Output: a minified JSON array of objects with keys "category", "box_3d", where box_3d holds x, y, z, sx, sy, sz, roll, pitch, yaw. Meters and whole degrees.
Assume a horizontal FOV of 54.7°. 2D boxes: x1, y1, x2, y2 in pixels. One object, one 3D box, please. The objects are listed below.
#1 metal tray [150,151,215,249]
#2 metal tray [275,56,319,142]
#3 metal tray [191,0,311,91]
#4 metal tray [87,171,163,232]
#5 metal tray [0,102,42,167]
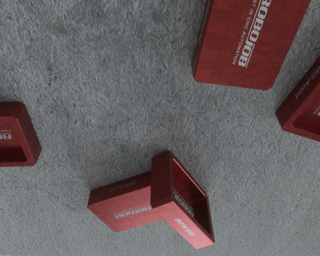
[{"category":"metal tray","box_3d":[0.034,0.106,0.455,0.030,0.090,0.130,-25,126,20]},{"category":"metal tray","box_3d":[0.215,-0.041,0.370,0.091,0.030,0.129,16,128,-14]},{"category":"metal tray","box_3d":[0.090,-0.104,0.316,0.091,0.030,0.129,6,130,-6]},{"category":"metal tray","box_3d":[-0.040,0.122,0.508,0.130,0.030,0.090,-20,128,16]},{"category":"metal tray","box_3d":[-0.236,0.011,0.410,0.131,0.030,0.089,-1,130,1]}]
